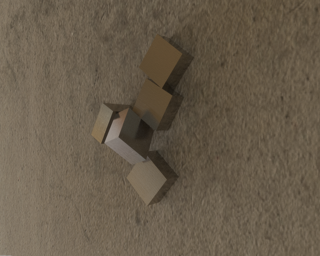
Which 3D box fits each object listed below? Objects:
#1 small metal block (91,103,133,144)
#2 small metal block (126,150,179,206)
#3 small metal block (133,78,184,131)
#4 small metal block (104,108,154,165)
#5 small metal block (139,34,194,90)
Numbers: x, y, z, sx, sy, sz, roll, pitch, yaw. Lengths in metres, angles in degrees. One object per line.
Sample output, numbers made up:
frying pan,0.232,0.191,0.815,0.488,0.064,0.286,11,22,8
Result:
small metal block,-0.062,-0.006,0.437,0.025,0.050,0.050,36,112,35
small metal block,-0.011,0.066,0.412,0.050,0.025,0.050,48,118,28
small metal block,-0.003,-0.031,0.406,0.050,0.025,0.050,38,113,33
small metal block,-0.038,0.011,0.399,0.025,0.050,0.050,-22,38,35
small metal block,0.007,-0.084,0.397,0.050,0.025,0.050,46,117,30
